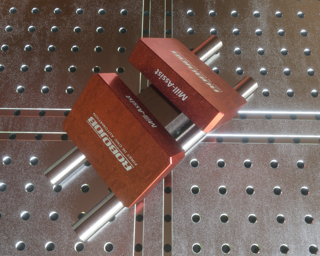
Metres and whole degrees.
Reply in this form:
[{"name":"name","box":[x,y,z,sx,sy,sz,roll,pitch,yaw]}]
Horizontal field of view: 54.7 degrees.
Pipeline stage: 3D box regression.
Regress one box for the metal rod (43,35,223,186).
[{"name":"metal rod","box":[-0.027,-0.032,0.423,0.301,0.025,0.025,-41,75,-14]}]

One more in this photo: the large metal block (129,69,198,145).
[{"name":"large metal block","box":[0.001,-0.016,0.388,0.080,0.080,0.050,-40,75,-13]}]

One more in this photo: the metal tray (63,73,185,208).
[{"name":"metal tray","box":[-0.045,0.012,0.349,0.130,0.030,0.090,48,120,15]}]

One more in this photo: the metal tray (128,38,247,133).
[{"name":"metal tray","box":[0.035,-0.057,0.375,0.130,0.030,0.091,45,32,14]}]

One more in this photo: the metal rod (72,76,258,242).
[{"name":"metal rod","box":[0.016,0.031,0.401,0.301,0.025,0.025,-40,75,-14]}]
